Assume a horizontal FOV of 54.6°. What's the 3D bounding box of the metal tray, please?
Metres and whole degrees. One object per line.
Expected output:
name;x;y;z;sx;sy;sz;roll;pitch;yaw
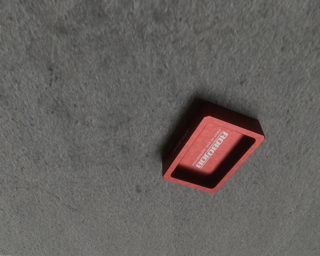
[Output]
metal tray;0.069;0.032;0.431;0.091;0.030;0.129;19;128;-16
